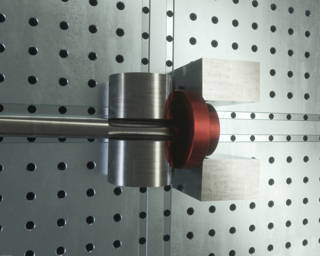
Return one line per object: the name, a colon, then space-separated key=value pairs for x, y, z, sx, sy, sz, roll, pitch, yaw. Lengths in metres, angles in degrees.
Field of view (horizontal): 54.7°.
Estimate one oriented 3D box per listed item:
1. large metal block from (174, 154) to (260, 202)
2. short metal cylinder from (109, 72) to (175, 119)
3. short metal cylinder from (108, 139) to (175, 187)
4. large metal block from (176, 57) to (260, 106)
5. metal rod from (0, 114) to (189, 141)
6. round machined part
large metal block: x=0.073 y=0.062 z=0.411 sx=0.081 sy=0.080 sz=0.050 roll=3 pitch=89 yaw=-20
short metal cylinder: x=-0.022 y=-0.036 z=0.375 sx=0.081 sy=0.080 sz=0.050 roll=1 pitch=91 yaw=-20
short metal cylinder: x=-0.022 y=0.039 z=0.374 sx=0.081 sy=0.080 sz=0.050 roll=1 pitch=90 yaw=-20
large metal block: x=0.073 y=-0.058 z=0.411 sx=0.081 sy=0.080 sz=0.050 roll=0 pitch=90 yaw=-20
metal rod: x=-0.105 y=0.000 z=0.361 sx=0.302 sy=0.025 sz=0.025 roll=2 pitch=90 yaw=-16
round machined part: x=0.040 y=0.002 z=0.388 sx=0.042 sy=0.098 sz=0.097 roll=1 pitch=90 yaw=-20
